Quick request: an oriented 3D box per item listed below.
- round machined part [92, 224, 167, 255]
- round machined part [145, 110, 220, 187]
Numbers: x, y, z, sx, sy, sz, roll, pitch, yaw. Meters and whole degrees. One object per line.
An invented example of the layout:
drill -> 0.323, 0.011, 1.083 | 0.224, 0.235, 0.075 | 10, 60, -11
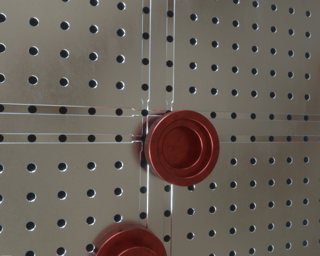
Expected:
round machined part -> -0.036, 0.177, 0.390 | 0.099, 0.042, 0.097 | 0, 90, -20
round machined part -> 0.026, 0.026, 0.413 | 0.099, 0.042, 0.097 | 0, 90, -20
